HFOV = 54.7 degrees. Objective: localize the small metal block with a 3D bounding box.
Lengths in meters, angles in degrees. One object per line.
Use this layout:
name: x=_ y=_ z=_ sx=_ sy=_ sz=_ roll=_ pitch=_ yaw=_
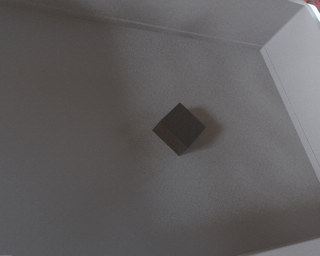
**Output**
small metal block: x=0.027 y=0.001 z=0.421 sx=0.050 sy=0.025 sz=0.050 roll=44 pitch=51 yaw=2
